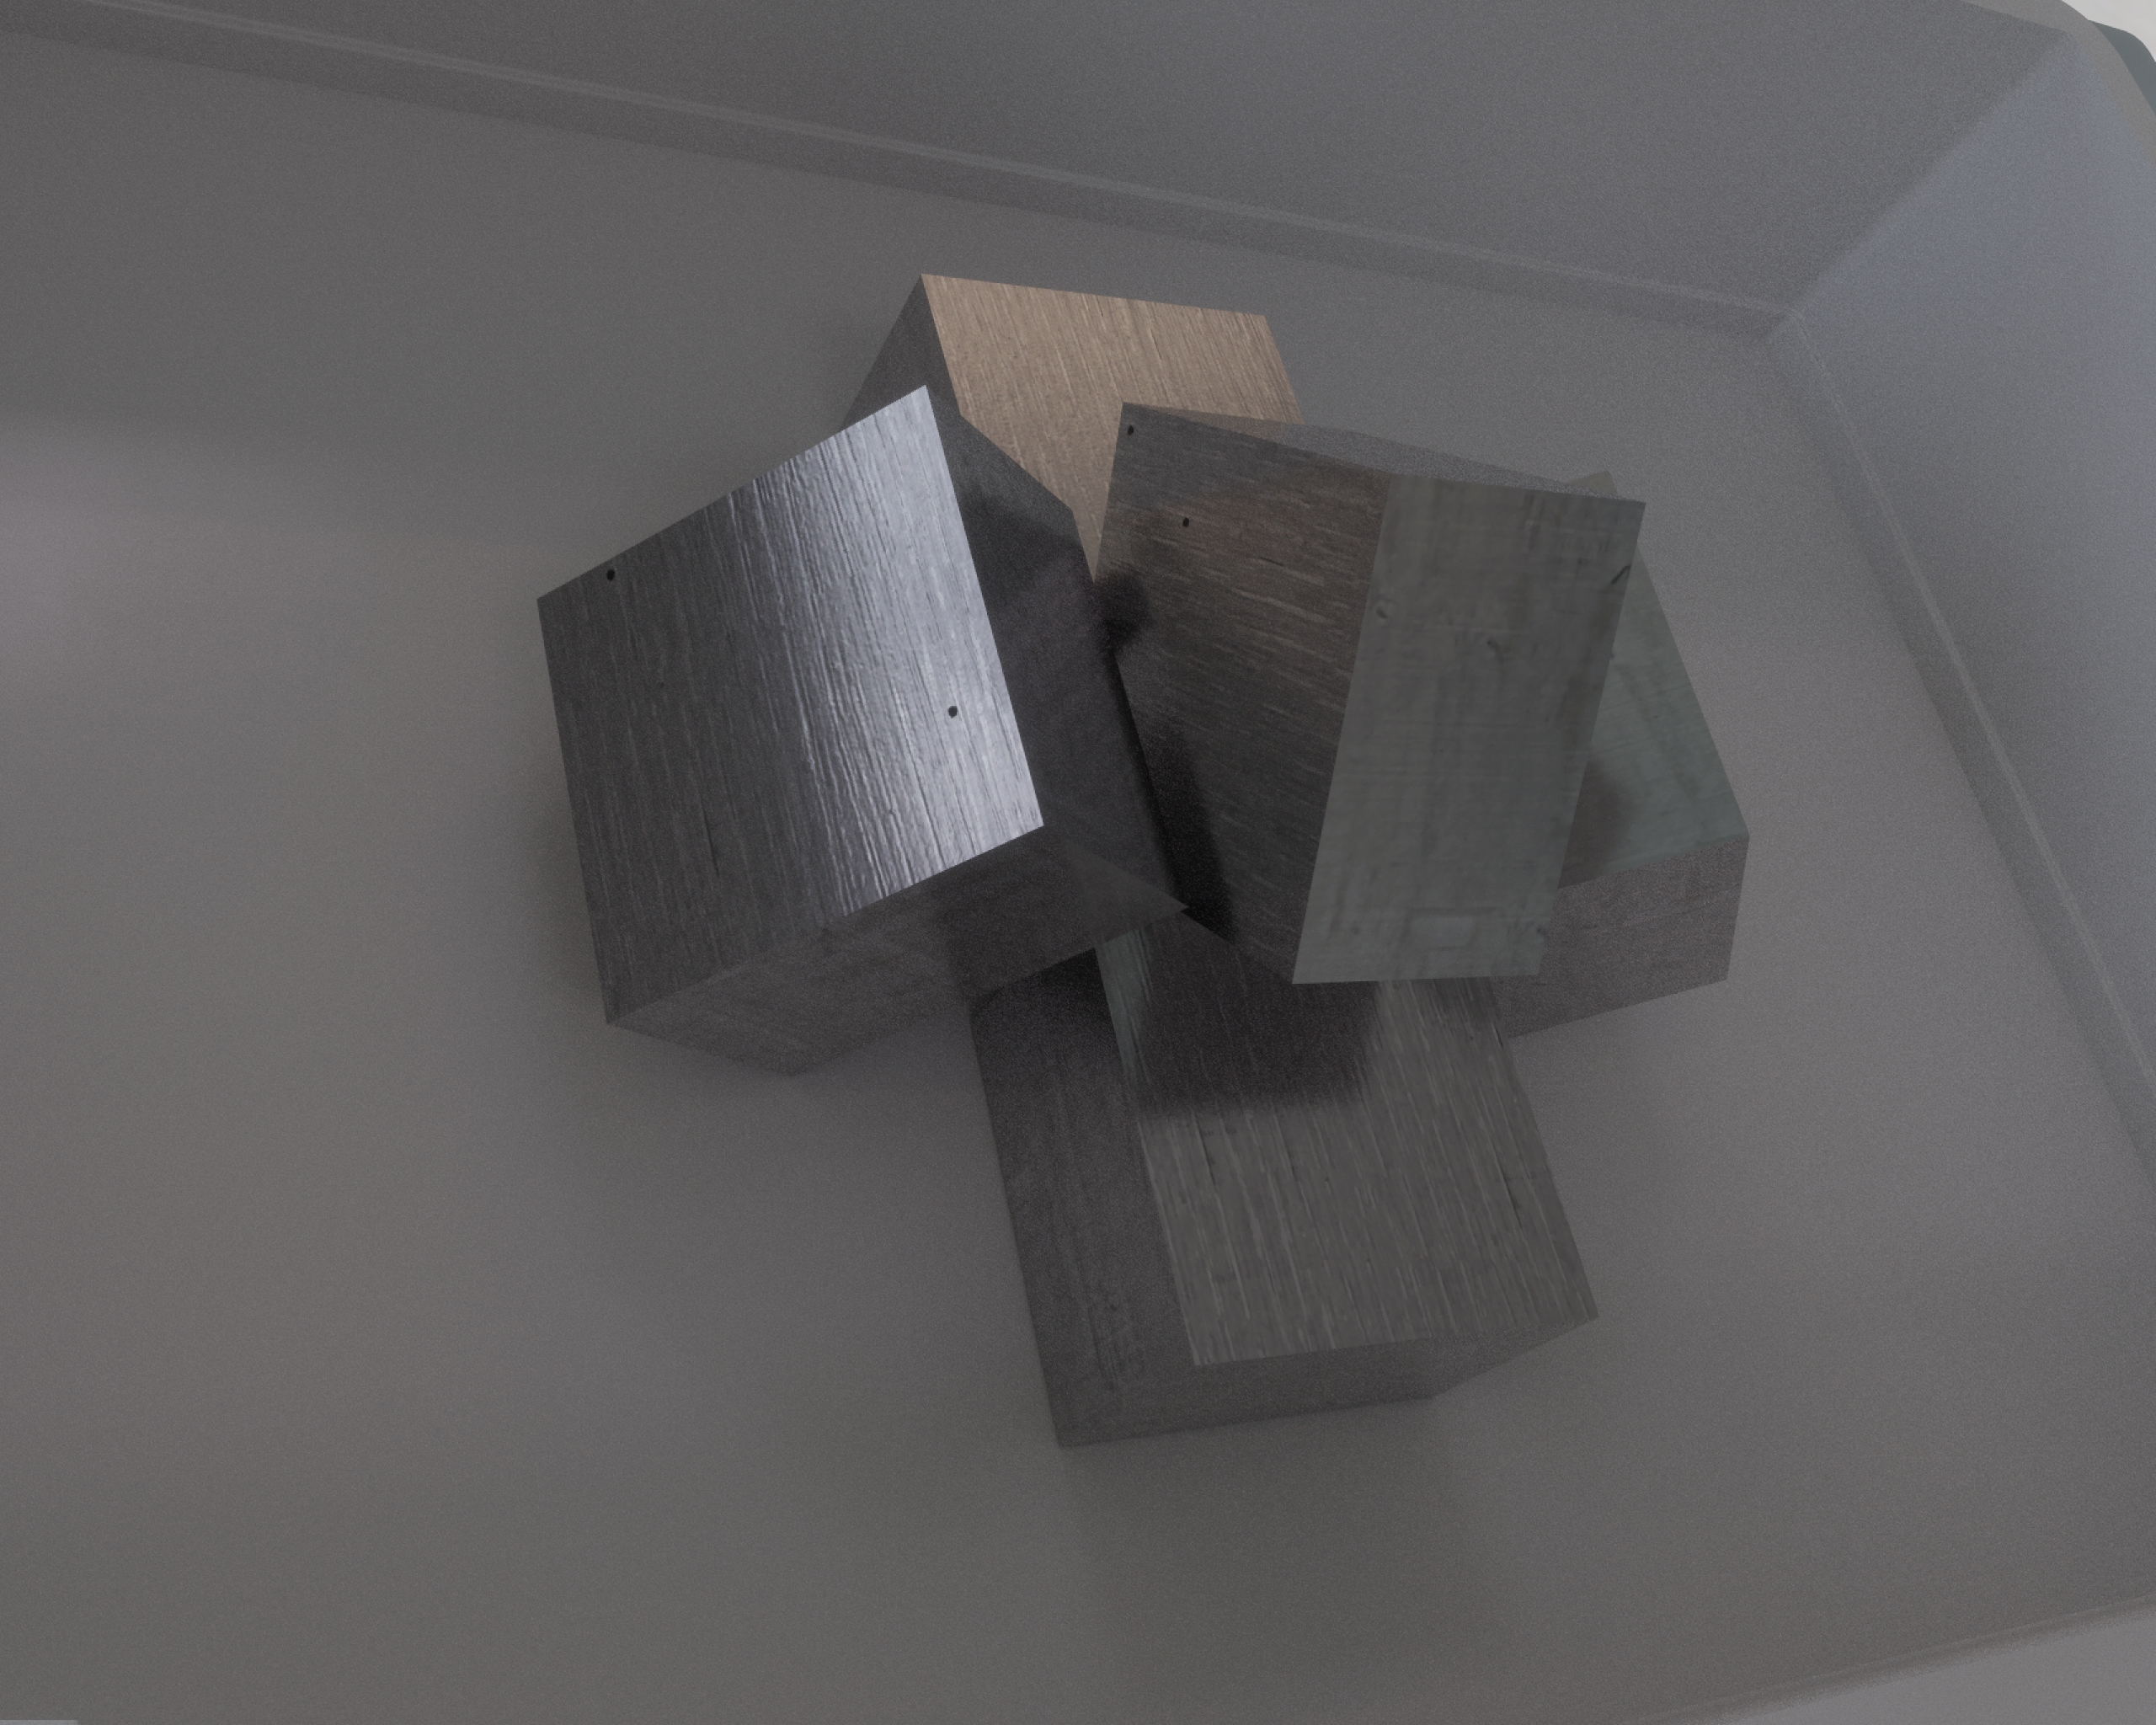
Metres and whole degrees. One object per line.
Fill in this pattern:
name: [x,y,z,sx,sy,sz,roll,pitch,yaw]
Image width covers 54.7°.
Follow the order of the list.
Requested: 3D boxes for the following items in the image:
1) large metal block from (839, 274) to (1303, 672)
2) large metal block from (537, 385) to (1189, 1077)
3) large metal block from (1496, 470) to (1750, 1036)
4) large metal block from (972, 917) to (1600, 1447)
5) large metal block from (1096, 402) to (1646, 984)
large metal block: [0.004,-0.069,0.429,0.081,0.050,0.080,-2,63,-29]
large metal block: [-0.037,-0.019,0.350,0.050,0.080,0.080,30,40,-58]
large metal block: [0.095,-0.018,0.422,0.050,0.080,0.080,-16,65,7]
large metal block: [0.035,0.054,0.374,0.081,0.050,0.080,1,62,-28]
large metal block: [0.043,-0.031,0.359,0.050,0.079,0.080,0,18,-30]
